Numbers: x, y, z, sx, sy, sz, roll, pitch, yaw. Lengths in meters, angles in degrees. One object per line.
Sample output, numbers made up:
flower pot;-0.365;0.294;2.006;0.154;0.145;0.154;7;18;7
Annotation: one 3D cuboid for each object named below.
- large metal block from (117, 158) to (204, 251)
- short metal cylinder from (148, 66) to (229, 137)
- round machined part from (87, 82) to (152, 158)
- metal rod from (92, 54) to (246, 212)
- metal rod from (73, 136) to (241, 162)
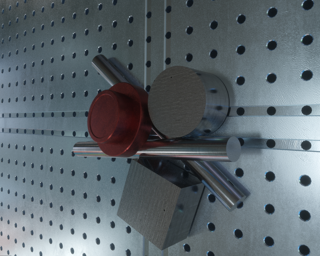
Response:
large metal block;-0.001;0.089;0.389;0.080;0.050;0.079;25;106;37
short metal cylinder;0.033;-0.029;0.363;0.080;0.050;0.079;0;90;39
round machined part;-0.057;-0.012;0.400;0.098;0.042;0.098;-12;73;43
metal rod;-0.005;-0.011;0.412;0.300;0.025;0.025;46;117;30
metal rod;-0.031;0.028;0.409;0.300;0.025;0.025;-4;88;47
